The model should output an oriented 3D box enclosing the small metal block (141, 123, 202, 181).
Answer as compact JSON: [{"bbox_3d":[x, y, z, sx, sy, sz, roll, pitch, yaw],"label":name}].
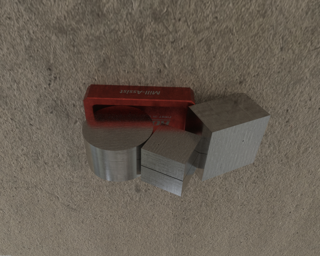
[{"bbox_3d":[0.013,0.025,0.345,0.050,0.050,0.025,19,131,18],"label":"small metal block"}]

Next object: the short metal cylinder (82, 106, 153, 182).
[{"bbox_3d":[-0.048,0.017,0.370,0.081,0.080,0.050,1,130,-1],"label":"short metal cylinder"}]

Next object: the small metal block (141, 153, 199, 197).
[{"bbox_3d":[0.012,0.045,0.361,0.050,0.050,0.025,19,131,18],"label":"small metal block"}]

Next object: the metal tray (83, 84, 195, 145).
[{"bbox_3d":[-0.025,-0.009,0.397,0.131,0.030,0.089,2,130,-2],"label":"metal tray"}]

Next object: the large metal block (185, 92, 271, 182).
[{"bbox_3d":[0.078,0.010,0.383,0.081,0.050,0.079,-15,134,-22],"label":"large metal block"}]
